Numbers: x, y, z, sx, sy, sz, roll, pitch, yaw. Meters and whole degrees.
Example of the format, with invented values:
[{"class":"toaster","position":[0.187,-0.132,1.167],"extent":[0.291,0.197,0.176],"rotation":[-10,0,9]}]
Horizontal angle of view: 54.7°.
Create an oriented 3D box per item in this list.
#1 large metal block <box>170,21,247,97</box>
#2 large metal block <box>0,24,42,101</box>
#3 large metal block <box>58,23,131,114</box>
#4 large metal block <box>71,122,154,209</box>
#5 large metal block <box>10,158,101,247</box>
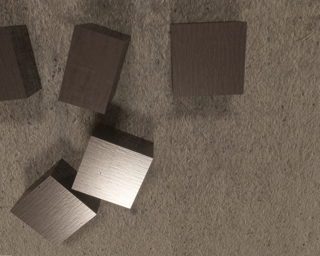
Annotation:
[{"class":"large metal block","position":[0.054,-0.083,0.367],"extent":[0.081,0.050,0.079],"rotation":[-2,110,0]},{"class":"large metal block","position":[-0.197,-0.076,0.366],"extent":[0.080,0.050,0.079],"rotation":[-6,110,2]},{"class":"large metal block","position":[-0.071,-0.071,0.353],"extent":[0.050,0.080,0.079],"rotation":[17,109,-7]},{"class":"large metal block","position":[-0.061,0.049,0.414],"extent":[0.080,0.050,0.079],"rotation":[21,109,-8]},{"class":"large metal block","position":[-0.141,0.104,0.433],"extent":[0.080,0.050,0.080],"rotation":[-40,106,13]}]
